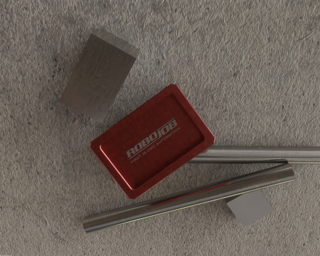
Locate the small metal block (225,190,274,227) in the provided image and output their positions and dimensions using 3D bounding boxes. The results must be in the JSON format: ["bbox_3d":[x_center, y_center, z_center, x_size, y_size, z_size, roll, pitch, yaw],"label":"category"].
[{"bbox_3d":[0.129,0.108,0.452,0.050,0.025,0.050,-33,107,11],"label":"small metal block"}]

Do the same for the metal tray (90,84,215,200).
[{"bbox_3d":[-0.009,0.017,0.392,0.130,0.030,0.090,-36,94,2],"label":"metal tray"}]

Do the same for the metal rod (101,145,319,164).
[{"bbox_3d":[0.071,0.036,0.424,0.302,0.025,0.025,0,110,-1],"label":"metal rod"}]

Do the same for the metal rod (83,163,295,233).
[{"bbox_3d":[0.033,0.101,0.436,0.301,0.025,0.025,-17,110,10],"label":"metal rod"}]

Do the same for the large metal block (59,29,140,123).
[{"bbox_3d":[-0.065,-0.063,0.356,0.050,0.080,0.080,28,108,-10],"label":"large metal block"}]
